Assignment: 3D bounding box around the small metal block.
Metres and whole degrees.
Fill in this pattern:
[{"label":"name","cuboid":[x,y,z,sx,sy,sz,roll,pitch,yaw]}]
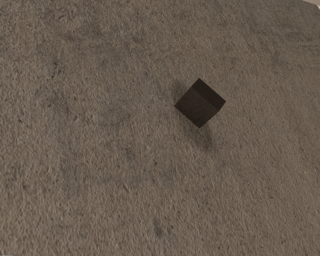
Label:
[{"label":"small metal block","cuboid":[0.056,-0.035,0.441,0.050,0.050,0.025,41,51,-1]}]
